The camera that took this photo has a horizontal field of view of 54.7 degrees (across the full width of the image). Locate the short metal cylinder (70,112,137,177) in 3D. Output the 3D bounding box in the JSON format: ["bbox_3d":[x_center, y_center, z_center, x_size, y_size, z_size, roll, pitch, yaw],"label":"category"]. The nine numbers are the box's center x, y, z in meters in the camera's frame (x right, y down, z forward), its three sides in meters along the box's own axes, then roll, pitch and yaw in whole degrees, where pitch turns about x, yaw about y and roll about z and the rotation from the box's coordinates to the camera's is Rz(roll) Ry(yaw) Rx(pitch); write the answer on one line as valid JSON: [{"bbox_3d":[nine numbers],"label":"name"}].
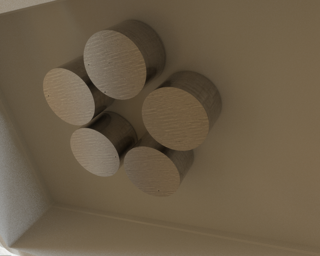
[{"bbox_3d":[-0.080,0.023,0.446,0.080,0.050,0.079,13,124,21],"label":"short metal cylinder"}]

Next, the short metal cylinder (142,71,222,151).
[{"bbox_3d":[0.026,-0.020,0.364,0.080,0.050,0.079,13,124,21],"label":"short metal cylinder"}]

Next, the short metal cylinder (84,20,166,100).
[{"bbox_3d":[-0.041,-0.080,0.362,0.080,0.050,0.079,13,124,21],"label":"short metal cylinder"}]

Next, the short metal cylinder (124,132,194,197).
[{"bbox_3d":[-0.001,0.046,0.419,0.080,0.050,0.079,13,124,21],"label":"short metal cylinder"}]

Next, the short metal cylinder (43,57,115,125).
[{"bbox_3d":[-0.107,-0.050,0.415,0.080,0.050,0.079,13,124,21],"label":"short metal cylinder"}]
